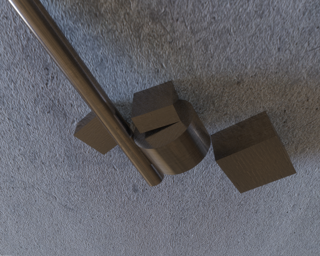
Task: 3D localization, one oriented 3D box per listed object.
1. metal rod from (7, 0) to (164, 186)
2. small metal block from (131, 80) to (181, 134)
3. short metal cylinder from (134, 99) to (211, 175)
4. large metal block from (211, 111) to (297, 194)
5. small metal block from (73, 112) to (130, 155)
[{"bbox_3d":[-0.077,-0.040,0.350,0.025,0.025,0.299,-23,120,18],"label":"metal rod"},{"bbox_3d":[-0.005,-0.026,0.369,0.050,0.050,0.025,-17,128,14],"label":"small metal block"},{"bbox_3d":[0.015,0.010,0.380,0.080,0.080,0.050,-22,127,17],"label":"short metal cylinder"},{"bbox_3d":[0.126,0.035,0.423,0.080,0.050,0.080,-26,126,20],"label":"large metal block"},{"bbox_3d":[-0.076,0.002,0.408,0.050,0.025,0.050,-36,122,26],"label":"small metal block"}]
